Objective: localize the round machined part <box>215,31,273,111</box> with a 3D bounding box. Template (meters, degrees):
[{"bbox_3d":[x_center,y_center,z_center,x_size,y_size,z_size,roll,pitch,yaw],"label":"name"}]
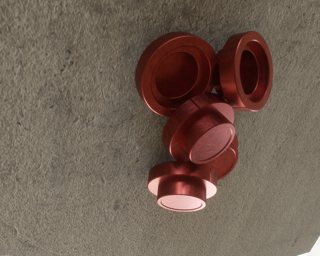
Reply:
[{"bbox_3d":[0.102,-0.070,0.394,0.099,0.042,0.097,-3,94,-46],"label":"round machined part"}]

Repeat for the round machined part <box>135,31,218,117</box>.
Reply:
[{"bbox_3d":[0.016,-0.065,0.367,0.099,0.042,0.097,-14,125,-21],"label":"round machined part"}]

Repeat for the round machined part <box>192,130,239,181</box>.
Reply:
[{"bbox_3d":[0.079,0.042,0.468,0.099,0.042,0.097,-14,125,-21],"label":"round machined part"}]

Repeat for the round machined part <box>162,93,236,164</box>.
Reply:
[{"bbox_3d":[0.055,0.007,0.391,0.099,0.042,0.097,-22,140,-20],"label":"round machined part"}]

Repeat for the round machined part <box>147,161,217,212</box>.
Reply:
[{"bbox_3d":[0.031,0.087,0.437,0.099,0.042,0.098,4,147,3],"label":"round machined part"}]
